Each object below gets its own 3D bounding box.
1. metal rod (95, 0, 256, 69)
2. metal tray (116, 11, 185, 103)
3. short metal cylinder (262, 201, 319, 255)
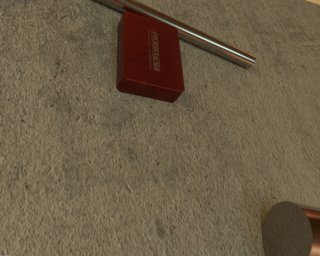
[{"bbox_3d":[0.030,-0.167,0.521,0.302,0.025,0.025,19,55,-17],"label":"metal rod"},{"bbox_3d":[-0.015,-0.105,0.457,0.091,0.030,0.130,10,57,-23],"label":"metal tray"},{"bbox_3d":[0.172,0.134,0.379,0.050,0.080,0.080,15,56,-20],"label":"short metal cylinder"}]
